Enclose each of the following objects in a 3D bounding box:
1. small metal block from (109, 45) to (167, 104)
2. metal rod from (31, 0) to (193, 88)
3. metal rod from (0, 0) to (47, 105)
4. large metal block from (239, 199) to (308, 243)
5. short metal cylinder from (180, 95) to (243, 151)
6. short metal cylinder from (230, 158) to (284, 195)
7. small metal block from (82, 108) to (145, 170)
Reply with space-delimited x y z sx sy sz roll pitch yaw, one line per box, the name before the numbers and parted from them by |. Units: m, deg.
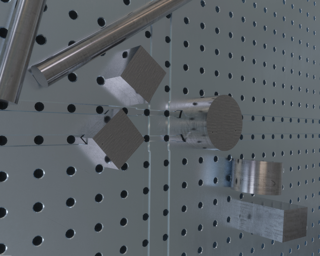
small metal block | -0.027 -0.065 0.387 0.050 0.025 0.050 43 64 -32
metal rod | -0.024 -0.136 0.387 0.302 0.025 0.025 -42 116 -32
metal rod | -0.116 -0.169 0.310 0.025 0.025 0.299 19 78 -39
large metal block | 0.197 0.157 0.539 0.081 0.080 0.050 7 86 -40
short metal cylinder | 0.077 -0.007 0.457 0.081 0.050 0.080 0 90 -40
short metal cylinder | 0.158 0.078 0.506 0.081 0.080 0.050 8 85 -40
small metal block | -0.053 0.013 0.364 0.050 0.025 0.050 -50 120 -28
